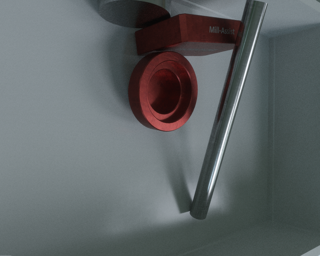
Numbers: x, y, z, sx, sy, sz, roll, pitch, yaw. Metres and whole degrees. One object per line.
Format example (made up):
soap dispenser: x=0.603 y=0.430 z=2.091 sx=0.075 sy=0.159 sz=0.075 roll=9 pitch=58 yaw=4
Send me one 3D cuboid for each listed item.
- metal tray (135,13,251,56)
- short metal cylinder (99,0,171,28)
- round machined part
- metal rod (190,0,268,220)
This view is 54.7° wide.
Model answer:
metal tray: x=0.045 y=-0.117 z=0.403 sx=0.131 sy=0.090 sz=0.030 roll=-11 pitch=97 yaw=-40
short metal cylinder: x=-0.027 y=-0.151 z=0.349 sx=0.081 sy=0.080 sz=0.050 roll=4 pitch=88 yaw=-40
round machined part: x=-0.001 y=-0.046 z=0.392 sx=0.099 sy=0.042 sz=0.097 roll=-9 pitch=103 yaw=-41
metal rod: x=0.085 y=-0.009 z=0.410 sx=0.025 sy=0.025 sz=0.298 roll=-5 pitch=116 yaw=-40
